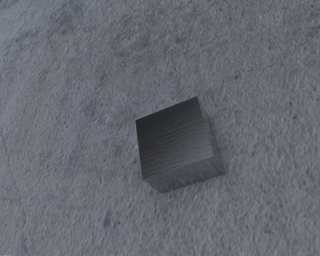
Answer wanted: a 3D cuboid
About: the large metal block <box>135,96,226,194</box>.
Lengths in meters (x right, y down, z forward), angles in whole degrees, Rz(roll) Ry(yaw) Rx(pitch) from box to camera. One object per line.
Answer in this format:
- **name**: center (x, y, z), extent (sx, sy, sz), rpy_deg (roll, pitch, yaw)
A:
- **large metal block**: center (0.022, 0.021, 0.362), extent (0.080, 0.050, 0.080), rpy_deg (-21, 54, 15)
